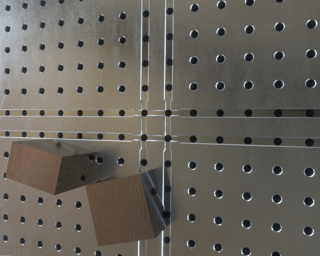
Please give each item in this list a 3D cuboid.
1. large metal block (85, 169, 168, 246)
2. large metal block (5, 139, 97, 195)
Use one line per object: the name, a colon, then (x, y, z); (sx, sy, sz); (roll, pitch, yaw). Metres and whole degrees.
large metal block: (-0.044, 0.105, 0.414); (0.080, 0.050, 0.080); (-15, 85, 19)
large metal block: (-0.150, 0.050, 0.435); (0.080, 0.080, 0.050); (14, 95, 19)
